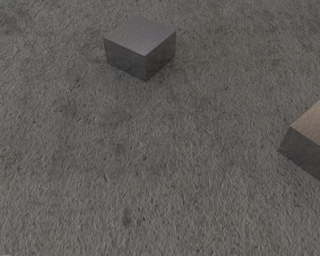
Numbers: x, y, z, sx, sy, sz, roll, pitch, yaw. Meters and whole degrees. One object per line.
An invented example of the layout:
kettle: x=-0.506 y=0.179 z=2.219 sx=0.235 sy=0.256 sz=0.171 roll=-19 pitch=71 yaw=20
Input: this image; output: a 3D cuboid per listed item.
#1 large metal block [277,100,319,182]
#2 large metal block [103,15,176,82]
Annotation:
large metal block: x=0.207 y=0.016 z=0.374 sx=0.080 sy=0.050 sz=0.080 roll=-34 pitch=58 yaw=-25
large metal block: x=-0.031 y=-0.129 z=0.495 sx=0.080 sy=0.050 sz=0.080 roll=29 pitch=56 yaw=22
